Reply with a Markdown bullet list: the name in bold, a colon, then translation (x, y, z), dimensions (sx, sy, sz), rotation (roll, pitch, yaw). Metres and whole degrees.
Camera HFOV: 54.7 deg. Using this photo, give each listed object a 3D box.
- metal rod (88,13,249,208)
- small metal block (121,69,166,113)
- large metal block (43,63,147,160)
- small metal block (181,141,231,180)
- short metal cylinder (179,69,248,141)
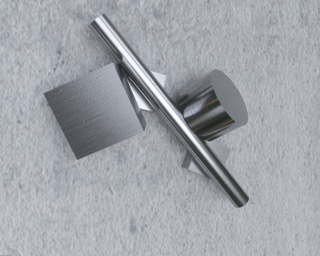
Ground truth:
- **metal rod**: translation (0.020, -0.012, 0.392), dimensions (0.025, 0.025, 0.300), rotation (-43, 104, -15)
- **small metal block**: translation (-0.025, -0.049, 0.402), dimensions (0.050, 0.025, 0.050), rotation (13, 86, -20)
- **large metal block**: translation (-0.070, -0.021, 0.354), dimensions (0.080, 0.050, 0.080), rotation (-23, 100, 5)
- **small metal block**: translation (0.065, 0.042, 0.436), dimensions (0.050, 0.025, 0.050), rotation (26, 81, -19)
- **short metal cylinder**: translation (0.070, -0.029, 0.403), dimensions (0.080, 0.050, 0.080), rotation (33, 42, -35)
